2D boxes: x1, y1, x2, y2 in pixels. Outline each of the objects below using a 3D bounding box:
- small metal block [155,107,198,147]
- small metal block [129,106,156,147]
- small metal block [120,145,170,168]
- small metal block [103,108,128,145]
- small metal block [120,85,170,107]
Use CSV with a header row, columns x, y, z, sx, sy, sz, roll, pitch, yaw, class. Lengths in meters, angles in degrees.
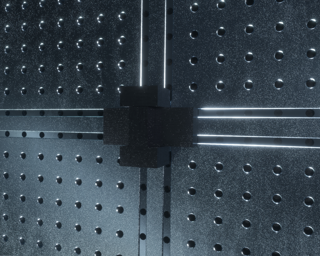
x,y,z,sx,sy,sz,roll,pitch,yaw,class
0.022,-0.001,0.404,0.050,0.025,0.050,1,90,19,small metal block
-0.018,-0.002,0.404,0.025,0.050,0.050,1,90,20,small metal block
-0.019,0.036,0.405,0.050,0.050,0.025,1,91,19,small metal block
-0.050,-0.002,0.429,0.050,0.025,0.050,1,90,19,small metal block
-0.018,-0.039,0.404,0.050,0.050,0.025,1,91,19,small metal block
